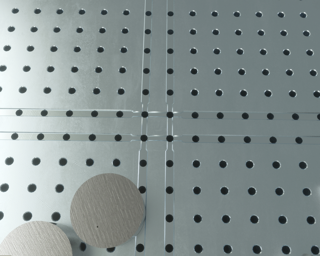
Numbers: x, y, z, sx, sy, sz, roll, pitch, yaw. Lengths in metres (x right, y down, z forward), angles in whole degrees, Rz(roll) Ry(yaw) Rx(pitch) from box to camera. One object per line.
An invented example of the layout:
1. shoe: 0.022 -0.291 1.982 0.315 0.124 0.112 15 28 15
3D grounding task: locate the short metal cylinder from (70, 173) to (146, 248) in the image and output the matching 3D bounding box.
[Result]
1. short metal cylinder: -0.058 0.097 0.362 0.081 0.050 0.080 0 70 0

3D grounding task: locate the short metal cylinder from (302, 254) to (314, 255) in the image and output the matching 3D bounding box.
1. short metal cylinder: 0.170 0.178 0.318 0.080 0.080 0.050 41 75 13

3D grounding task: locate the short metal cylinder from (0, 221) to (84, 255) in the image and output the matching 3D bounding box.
1. short metal cylinder: -0.131 0.146 0.344 0.081 0.050 0.080 0 70 0
